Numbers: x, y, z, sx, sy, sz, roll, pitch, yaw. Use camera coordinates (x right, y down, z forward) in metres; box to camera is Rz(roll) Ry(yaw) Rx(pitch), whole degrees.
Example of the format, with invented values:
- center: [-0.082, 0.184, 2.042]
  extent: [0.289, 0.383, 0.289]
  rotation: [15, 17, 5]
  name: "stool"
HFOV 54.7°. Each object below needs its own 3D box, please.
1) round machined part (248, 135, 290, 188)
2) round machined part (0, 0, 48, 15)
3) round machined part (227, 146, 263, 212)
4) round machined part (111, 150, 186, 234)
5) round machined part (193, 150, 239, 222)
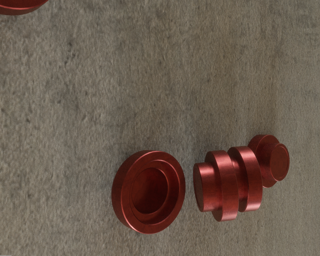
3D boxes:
- center: [0.201, 0.061, 0.566]
  extent: [0.099, 0.042, 0.097]
  rotation: [0, 90, -40]
  name: "round machined part"
- center: [-0.143, -0.149, 0.274]
  extent: [0.099, 0.042, 0.097]
  rotation: [0, 90, -40]
  name: "round machined part"
- center: [0.113, 0.077, 0.467]
  extent: [0.042, 0.098, 0.097]
  rotation: [-5, 94, -6]
  name: "round machined part"
- center: [-0.018, 0.076, 0.381]
  extent: [0.099, 0.042, 0.097]
  rotation: [0, 90, -40]
  name: "round machined part"
- center: [0.073, 0.081, 0.434]
  extent: [0.042, 0.098, 0.097]
  rotation: [-5, 94, -5]
  name: "round machined part"
